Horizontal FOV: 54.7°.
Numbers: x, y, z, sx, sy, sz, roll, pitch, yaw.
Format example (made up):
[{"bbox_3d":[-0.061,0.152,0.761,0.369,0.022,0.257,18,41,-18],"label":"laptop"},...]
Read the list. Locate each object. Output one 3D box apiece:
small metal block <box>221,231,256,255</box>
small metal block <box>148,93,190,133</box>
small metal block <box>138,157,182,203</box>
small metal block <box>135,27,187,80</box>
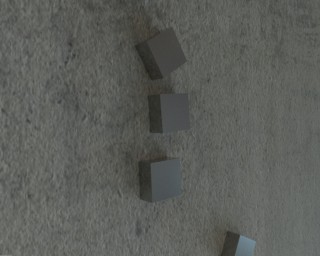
[{"bbox_3d":[0.131,0.206,0.518,0.050,0.025,0.050,32,70,-36],"label":"small metal block"},{"bbox_3d":[0.013,-0.021,0.418,0.050,0.025,0.050,-7,95,-40],"label":"small metal block"},{"bbox_3d":[0.001,0.067,0.408,0.050,0.025,0.050,-4,93,-40],"label":"small metal block"},{"bbox_3d":[0.002,-0.098,0.408,0.050,0.025,0.050,-41,115,-33],"label":"small metal block"}]
